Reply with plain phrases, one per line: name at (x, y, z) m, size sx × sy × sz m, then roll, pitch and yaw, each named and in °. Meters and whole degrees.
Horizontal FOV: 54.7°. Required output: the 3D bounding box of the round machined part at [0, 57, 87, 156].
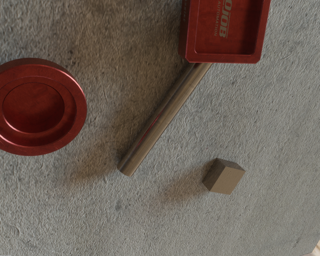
round machined part at (-0.128, -0.024, 0.312) m, size 0.099 × 0.042 × 0.097 m, roll -14°, pitch 124°, yaw -21°

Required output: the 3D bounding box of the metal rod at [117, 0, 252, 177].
metal rod at (0.038, -0.062, 0.389) m, size 0.025 × 0.025 × 0.299 m, roll 27°, pitch 103°, yaw -38°

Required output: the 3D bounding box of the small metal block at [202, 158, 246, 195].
small metal block at (0.106, 0.081, 0.515) m, size 0.050 × 0.025 × 0.050 m, roll 17°, pitch 109°, yaw -35°

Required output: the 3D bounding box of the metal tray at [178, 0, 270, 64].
metal tray at (0.072, -0.137, 0.334) m, size 0.091 × 0.030 × 0.129 m, roll -2°, pitch 112°, yaw -14°
